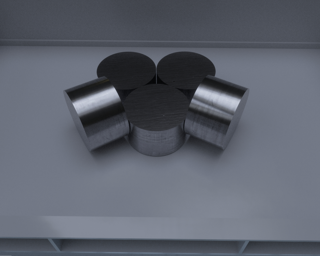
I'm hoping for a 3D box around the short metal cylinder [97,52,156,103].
[{"bbox_3d":[-0.045,-0.064,0.440,0.080,0.050,0.080,0,50,0],"label":"short metal cylinder"}]

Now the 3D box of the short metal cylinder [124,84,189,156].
[{"bbox_3d":[-0.004,-0.011,0.396,0.080,0.050,0.080,0,50,0],"label":"short metal cylinder"}]

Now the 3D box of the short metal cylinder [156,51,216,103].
[{"bbox_3d":[0.035,-0.064,0.441,0.080,0.050,0.080,0,50,0],"label":"short metal cylinder"}]

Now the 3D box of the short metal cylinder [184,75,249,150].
[{"bbox_3d":[0.071,-0.020,0.384,0.050,0.080,0.080,23,54,18],"label":"short metal cylinder"}]

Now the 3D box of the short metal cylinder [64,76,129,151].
[{"bbox_3d":[-0.079,-0.018,0.382,0.050,0.080,0.080,-24,54,-19],"label":"short metal cylinder"}]
